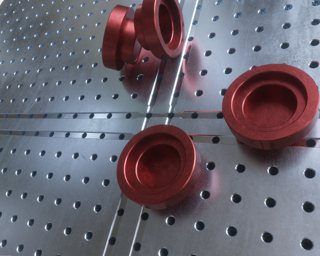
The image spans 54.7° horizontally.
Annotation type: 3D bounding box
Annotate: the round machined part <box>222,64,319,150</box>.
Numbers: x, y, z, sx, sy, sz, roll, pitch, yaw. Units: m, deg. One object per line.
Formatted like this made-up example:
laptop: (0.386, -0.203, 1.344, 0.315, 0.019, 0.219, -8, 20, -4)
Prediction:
round machined part: (0.123, -0.020, 0.345, 0.098, 0.042, 0.098, -13, 56, 20)

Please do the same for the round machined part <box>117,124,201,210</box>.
round machined part: (0.002, 0.048, 0.366, 0.098, 0.042, 0.098, -13, 56, 20)

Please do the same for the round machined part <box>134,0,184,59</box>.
round machined part: (-0.003, -0.150, 0.454, 0.042, 0.098, 0.098, 0, 62, 28)

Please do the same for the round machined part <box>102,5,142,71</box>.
round machined part: (-0.052, -0.136, 0.479, 0.042, 0.098, 0.098, 15, 67, 3)
